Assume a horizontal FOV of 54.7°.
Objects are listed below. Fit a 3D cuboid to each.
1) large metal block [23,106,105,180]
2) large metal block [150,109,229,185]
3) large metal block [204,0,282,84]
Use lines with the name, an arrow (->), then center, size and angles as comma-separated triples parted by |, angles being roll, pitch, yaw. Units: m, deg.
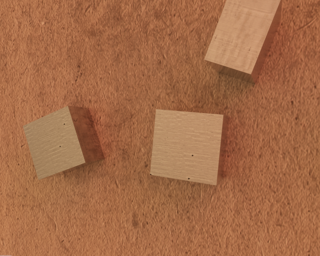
large metal block -> -0.137, 0.021, 0.444 | 0.080, 0.050, 0.080 | -21, 83, 18
large metal block -> 0.038, 0.021, 0.382 | 0.080, 0.050, 0.079 | 6, 92, 20
large metal block -> 0.095, -0.099, 0.346 | 0.050, 0.080, 0.080 | 23, 98, 18
